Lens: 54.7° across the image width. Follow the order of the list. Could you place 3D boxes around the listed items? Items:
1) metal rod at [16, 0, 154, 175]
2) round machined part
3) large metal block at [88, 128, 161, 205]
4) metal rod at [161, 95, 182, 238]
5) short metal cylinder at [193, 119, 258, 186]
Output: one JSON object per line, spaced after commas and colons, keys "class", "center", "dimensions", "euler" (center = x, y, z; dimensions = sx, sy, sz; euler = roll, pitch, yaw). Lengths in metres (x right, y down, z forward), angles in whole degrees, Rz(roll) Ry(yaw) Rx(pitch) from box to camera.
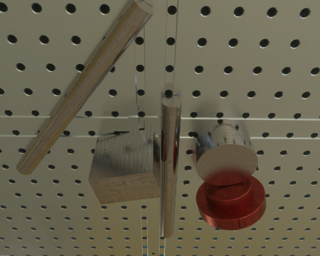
{"class": "metal rod", "center": [-0.108, -0.031, 0.383], "dimensions": [0.025, 0.025, 0.299], "euler": [31, 124, -24]}
{"class": "round machined part", "center": [0.100, 0.095, 0.447], "dimensions": [0.098, 0.098, 0.042], "euler": [-12, 120, 9]}
{"class": "large metal block", "center": [-0.043, 0.051, 0.418], "dimensions": [0.080, 0.080, 0.050], "euler": [-8, 130, 6]}
{"class": "metal rod", "center": [0.014, 0.080, 0.480], "dimensions": [0.025, 0.025, 0.298], "euler": [0, 130, -1]}
{"class": "short metal cylinder", "center": [0.088, 0.034, 0.426], "dimensions": [0.081, 0.050, 0.079], "euler": [0, 130, 0]}
